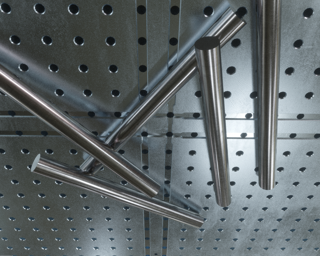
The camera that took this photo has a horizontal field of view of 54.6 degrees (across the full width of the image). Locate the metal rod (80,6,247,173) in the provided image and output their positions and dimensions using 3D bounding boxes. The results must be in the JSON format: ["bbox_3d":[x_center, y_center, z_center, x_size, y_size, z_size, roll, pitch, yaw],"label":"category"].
[{"bbox_3d":[-0.015,-0.026,0.389,0.025,0.025,0.299,32,123,-24],"label":"metal rod"}]

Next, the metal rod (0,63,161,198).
[{"bbox_3d":[-0.115,-0.002,0.385,0.301,0.025,0.025,40,120,-21],"label":"metal rod"}]

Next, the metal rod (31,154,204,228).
[{"bbox_3d":[-0.046,0.105,0.477,0.301,0.025,0.025,28,125,-30],"label":"metal rod"}]

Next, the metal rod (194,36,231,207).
[{"bbox_3d":[0.076,0.018,0.409,0.025,0.025,0.299,-9,135,7],"label":"metal rod"}]

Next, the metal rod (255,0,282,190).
[{"bbox_3d":[0.136,-0.024,0.392,0.025,0.025,0.299,-10,130,8],"label":"metal rod"}]
